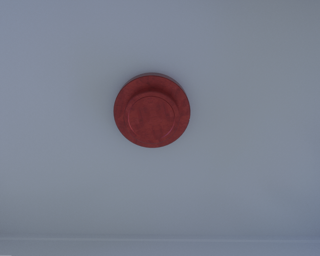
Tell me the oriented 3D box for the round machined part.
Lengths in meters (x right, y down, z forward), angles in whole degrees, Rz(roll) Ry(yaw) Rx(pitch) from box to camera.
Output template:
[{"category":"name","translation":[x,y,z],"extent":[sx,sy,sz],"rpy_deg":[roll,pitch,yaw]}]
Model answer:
[{"category":"round machined part","translation":[-0.010,-0.018,0.395],"extent":[0.099,0.042,0.097],"rpy_deg":[0,110,0]}]
